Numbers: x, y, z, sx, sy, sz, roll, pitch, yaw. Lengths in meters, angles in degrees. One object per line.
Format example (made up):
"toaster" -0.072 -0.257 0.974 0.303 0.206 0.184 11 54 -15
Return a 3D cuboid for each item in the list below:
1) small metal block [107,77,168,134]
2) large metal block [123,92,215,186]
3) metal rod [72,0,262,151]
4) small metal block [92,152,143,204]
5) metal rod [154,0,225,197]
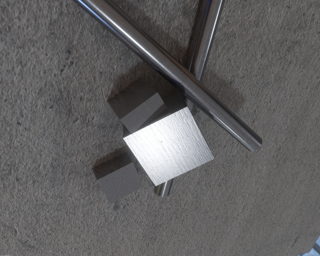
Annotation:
"small metal block" -0.028 -0.027 0.360 0.050 0.050 0.025 -37 128 -4
"large metal block" 0.010 0.013 0.383 0.080 0.050 0.080 -26 118 7
"metal rod" 0.028 -0.054 0.361 0.301 0.025 0.025 36 98 -30
"small metal block" -0.056 0.068 0.419 0.050 0.025 0.050 -26 128 -12
"metal rod" 0.034 -0.035 0.405 0.025 0.025 0.298 -1 119 -28
